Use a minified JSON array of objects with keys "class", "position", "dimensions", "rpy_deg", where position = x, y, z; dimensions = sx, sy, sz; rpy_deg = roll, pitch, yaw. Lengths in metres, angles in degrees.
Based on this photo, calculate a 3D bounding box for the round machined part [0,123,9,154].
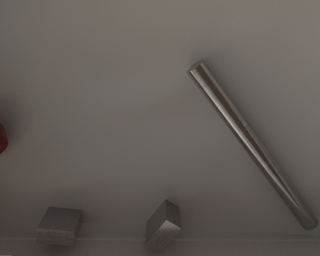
[{"class":"round machined part","position":[-0.247,0.012,0.384],"dimensions":[0.098,0.098,0.042],"rpy_deg":[-28,72,9]}]

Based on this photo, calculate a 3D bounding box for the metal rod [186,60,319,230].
[{"class":"metal rod","position":[0.135,0.034,0.425],"dimensions":[0.025,0.025,0.300],"rpy_deg":[-36,107,12]}]

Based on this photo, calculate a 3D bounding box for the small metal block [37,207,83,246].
[{"class":"small metal block","position":[-0.144,0.141,0.448],"dimensions":[0.050,0.050,0.025],"rpy_deg":[6,110,-3]}]

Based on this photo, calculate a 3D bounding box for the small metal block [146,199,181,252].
[{"class":"small metal block","position":[0.004,0.141,0.450],"dimensions":[0.025,0.050,0.050],"rpy_deg":[33,106,-12]}]
